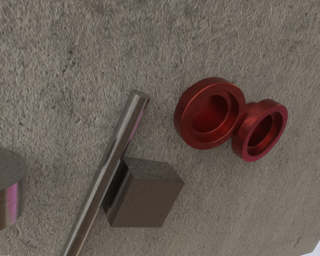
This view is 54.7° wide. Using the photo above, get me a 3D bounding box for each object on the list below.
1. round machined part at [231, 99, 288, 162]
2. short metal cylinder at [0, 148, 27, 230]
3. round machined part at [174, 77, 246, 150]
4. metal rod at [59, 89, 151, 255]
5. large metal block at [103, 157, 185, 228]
[{"bbox_3d":[0.142,0.000,0.465,0.099,0.042,0.097,-23,133,-27],"label":"round machined part"},{"bbox_3d":[-0.179,0.060,0.311,0.081,0.080,0.050,0,118,-29],"label":"short metal cylinder"},{"bbox_3d":[0.062,-0.023,0.415,0.099,0.042,0.097,-13,124,-21],"label":"round machined part"},{"bbox_3d":[-0.084,0.087,0.414,0.025,0.025,0.298,14,111,-34],"label":"metal rod"},{"bbox_3d":[-0.025,0.091,0.433,0.081,0.050,0.079,13,112,-34],"label":"large metal block"}]
